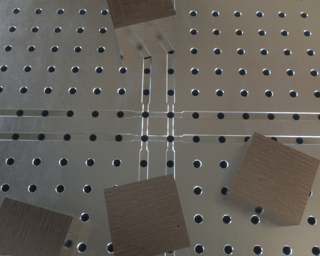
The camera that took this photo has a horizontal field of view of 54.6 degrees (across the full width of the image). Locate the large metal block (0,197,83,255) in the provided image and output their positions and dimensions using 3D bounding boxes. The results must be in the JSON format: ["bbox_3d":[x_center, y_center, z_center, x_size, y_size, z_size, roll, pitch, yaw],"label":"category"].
[{"bbox_3d":[-0.144,0.131,0.350,0.080,0.050,0.080,15,71,5],"label":"large metal block"}]

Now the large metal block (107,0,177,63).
[{"bbox_3d":[-0.024,-0.142,0.435,0.080,0.080,0.050,-15,71,-5],"label":"large metal block"}]

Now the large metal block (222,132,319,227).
[{"bbox_3d":[0.132,0.063,0.376,0.080,0.050,0.080,25,72,8],"label":"large metal block"}]

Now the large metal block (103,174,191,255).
[{"bbox_3d":[-0.015,0.105,0.360,0.080,0.050,0.080,-12,71,-4],"label":"large metal block"}]
